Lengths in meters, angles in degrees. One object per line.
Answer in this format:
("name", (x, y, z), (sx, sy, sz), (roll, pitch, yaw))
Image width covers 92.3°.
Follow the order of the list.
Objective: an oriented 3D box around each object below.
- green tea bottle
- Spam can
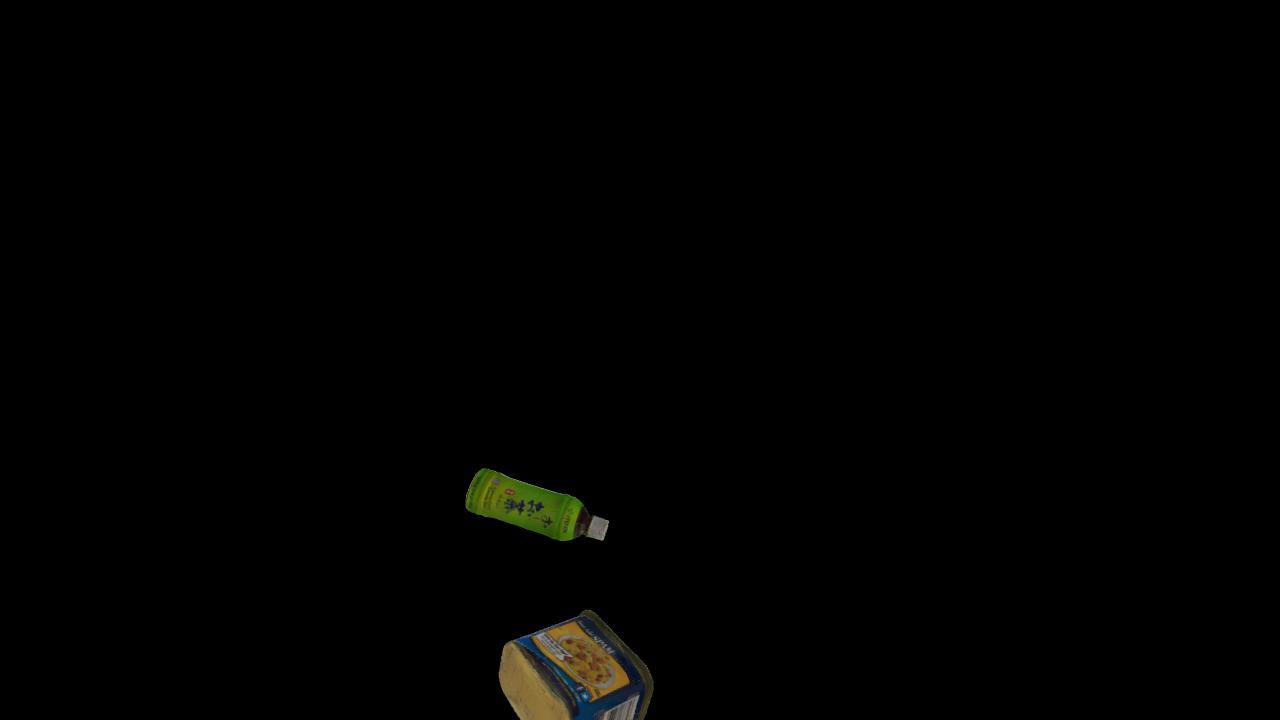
("green tea bottle", (-0.150, 0.223, 0.921), (0.212, 0.073, 0.073), (14, 2, 6))
("Spam can", (-0.055, 0.265, 0.509), (0.085, 0.058, 0.101), (1, 19, -45))
